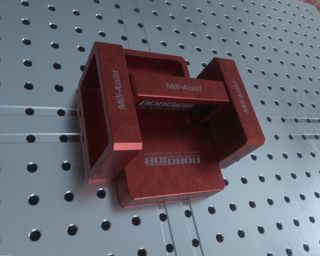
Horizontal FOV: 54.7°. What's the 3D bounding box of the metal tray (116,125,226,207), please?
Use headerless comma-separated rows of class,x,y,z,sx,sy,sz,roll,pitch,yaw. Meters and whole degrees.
metal tray,0.010,0.043,0.384,0.131,0.030,0.090,1,62,-28

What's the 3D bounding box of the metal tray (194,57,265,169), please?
metal tray,0.082,-0.019,0.423,0.030,0.090,0.130,1,61,-28

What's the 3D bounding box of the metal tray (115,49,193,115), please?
metal tray,-0.017,-0.064,0.436,0.131,0.030,0.090,1,62,-28

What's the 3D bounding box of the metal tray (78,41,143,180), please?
metal tray,-0.061,-0.018,0.345,0.030,0.090,0.130,1,61,-28

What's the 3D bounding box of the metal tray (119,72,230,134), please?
metal tray,0.009,-0.025,0.386,0.131,0.090,0.030,1,62,-28
